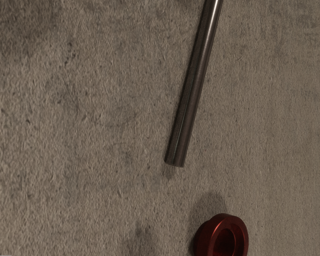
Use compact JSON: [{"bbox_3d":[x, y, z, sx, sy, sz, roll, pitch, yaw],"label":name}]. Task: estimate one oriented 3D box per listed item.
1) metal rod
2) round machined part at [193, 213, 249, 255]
[{"bbox_3d":[0.057,-0.090,0.454,0.025,0.025,0.299,24,75,-38],"label":"metal rod"},{"bbox_3d":[0.089,0.179,0.471,0.099,0.042,0.097,0,90,-40],"label":"round machined part"}]
